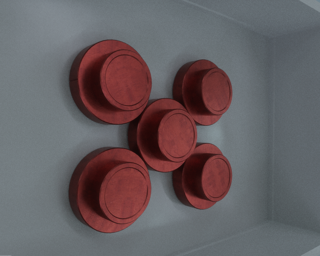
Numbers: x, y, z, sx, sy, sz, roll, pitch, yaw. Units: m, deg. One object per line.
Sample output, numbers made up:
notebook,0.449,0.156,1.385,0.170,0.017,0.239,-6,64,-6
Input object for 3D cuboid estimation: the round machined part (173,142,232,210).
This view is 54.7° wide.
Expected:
round machined part,0.069,0.071,0.454,0.099,0.042,0.097,0,90,-40

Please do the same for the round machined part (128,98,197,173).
round machined part,0.011,0.010,0.404,0.099,0.042,0.097,0,90,-40

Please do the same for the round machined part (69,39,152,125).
round machined part,-0.048,-0.052,0.355,0.099,0.042,0.097,0,90,-40

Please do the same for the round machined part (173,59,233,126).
round machined part,0.069,-0.052,0.454,0.099,0.042,0.097,0,90,-40

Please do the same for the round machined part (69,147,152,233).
round machined part,-0.049,0.071,0.355,0.099,0.042,0.097,0,90,-40
